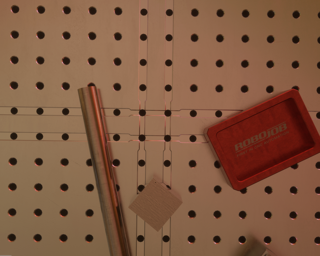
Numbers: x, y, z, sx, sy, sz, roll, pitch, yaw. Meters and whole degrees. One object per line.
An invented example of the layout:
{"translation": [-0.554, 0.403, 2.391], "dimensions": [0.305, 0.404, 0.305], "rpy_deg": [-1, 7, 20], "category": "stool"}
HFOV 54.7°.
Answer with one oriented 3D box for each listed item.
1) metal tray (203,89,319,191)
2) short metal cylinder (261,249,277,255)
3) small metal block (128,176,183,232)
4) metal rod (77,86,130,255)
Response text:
{"translation": [0.136, 0.015, 0.412], "dimensions": [0.131, 0.030, 0.090], "rpy_deg": [-25, 90, -1], "category": "metal tray"}
{"translation": [0.152, 0.200, 0.388], "dimensions": [0.080, 0.080, 0.050], "rpy_deg": [38, 90, -1], "category": "short metal cylinder"}
{"translation": [-0.006, 0.100, 0.413], "dimensions": [0.050, 0.025, 0.050], "rpy_deg": [40, 90, -1], "category": "small metal block"}
{"translation": [-0.068, 0.094, 0.412], "dimensions": [0.025, 0.025, 0.298], "rpy_deg": [-11, 90, 0], "category": "metal rod"}
